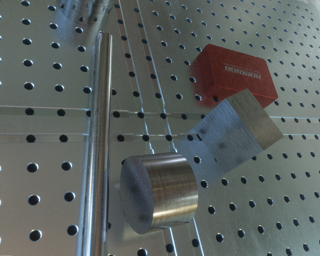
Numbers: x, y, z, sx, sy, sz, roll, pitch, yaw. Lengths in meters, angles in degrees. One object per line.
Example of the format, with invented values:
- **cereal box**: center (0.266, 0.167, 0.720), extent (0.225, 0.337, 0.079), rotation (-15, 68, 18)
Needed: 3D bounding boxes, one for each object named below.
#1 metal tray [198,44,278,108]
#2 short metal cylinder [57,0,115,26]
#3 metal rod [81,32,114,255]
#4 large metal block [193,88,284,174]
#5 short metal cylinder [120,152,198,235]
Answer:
- **metal tray**: center (0.134, -0.089, 0.534), extent (0.131, 0.030, 0.090), rotation (8, 58, -25)
- **short metal cylinder**: center (-0.107, -0.198, 0.457), extent (0.081, 0.050, 0.080), rotation (14, 56, -21)
- **metal rod**: center (-0.071, 0.002, 0.369), extent (0.025, 0.025, 0.299), rotation (11, 57, -23)
- **large metal block**: center (0.106, 0.005, 0.429), extent (0.050, 0.080, 0.080), rotation (-24, 75, -37)
- **short metal cylinder**: center (-0.004, 0.067, 0.331), extent (0.050, 0.080, 0.080), rotation (-3, 63, -30)
